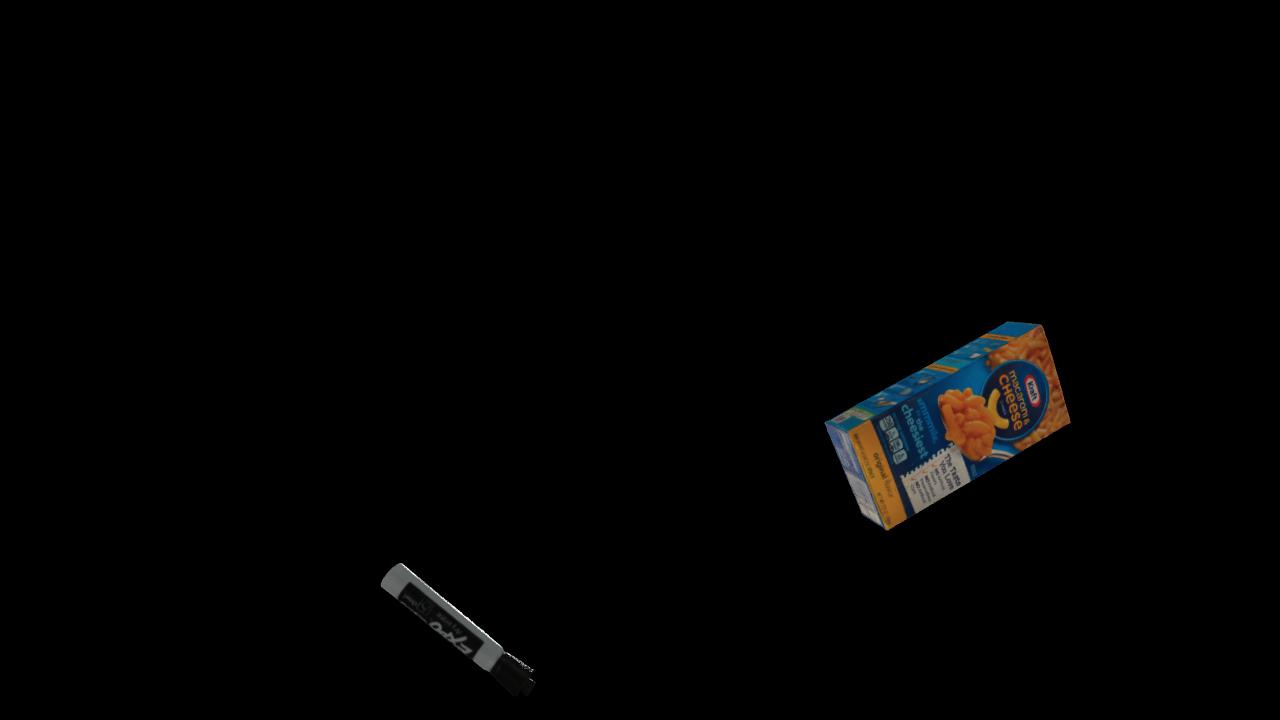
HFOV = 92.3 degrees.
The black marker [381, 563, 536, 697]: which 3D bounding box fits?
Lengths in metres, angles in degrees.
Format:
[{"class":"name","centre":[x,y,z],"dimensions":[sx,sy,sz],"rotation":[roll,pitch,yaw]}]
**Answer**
[{"class":"black marker","centre":[-0.119,0.178,0.404],"dimensions":[0.121,0.020,0.020],"rotation":[34,6,9]}]

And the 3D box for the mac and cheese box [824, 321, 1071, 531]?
[{"class":"mac and cheese box","centre":[0.248,0.050,0.492],"dimensions":[0.184,0.093,0.041],"rotation":[-27,12,-8]}]
